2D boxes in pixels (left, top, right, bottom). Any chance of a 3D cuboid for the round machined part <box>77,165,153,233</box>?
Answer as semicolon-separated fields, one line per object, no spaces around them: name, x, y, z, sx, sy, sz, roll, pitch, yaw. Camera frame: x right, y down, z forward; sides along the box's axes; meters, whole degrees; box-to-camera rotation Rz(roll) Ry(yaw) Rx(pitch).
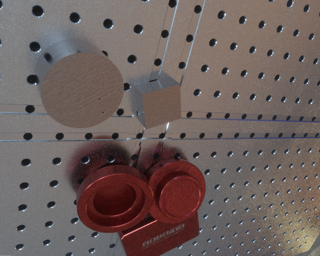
round machined part;-0.062;0.090;0.417;0.099;0.042;0.097;-8;119;-14

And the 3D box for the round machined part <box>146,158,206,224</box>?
round machined part;0.024;0.096;0.455;0.099;0.042;0.097;-4;101;-20

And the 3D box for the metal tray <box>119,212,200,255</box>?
metal tray;0.000;0.169;0.515;0.131;0.030;0.089;-21;127;-16

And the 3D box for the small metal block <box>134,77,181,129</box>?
small metal block;-0.002;-0.032;0.392;0.050;0.025;0.050;-17;126;-19

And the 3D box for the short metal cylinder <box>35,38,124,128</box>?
short metal cylinder;-0.084;-0.047;0.321;0.081;0.050;0.079;-14;125;-21
